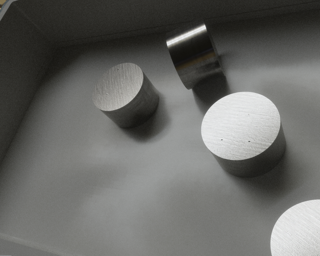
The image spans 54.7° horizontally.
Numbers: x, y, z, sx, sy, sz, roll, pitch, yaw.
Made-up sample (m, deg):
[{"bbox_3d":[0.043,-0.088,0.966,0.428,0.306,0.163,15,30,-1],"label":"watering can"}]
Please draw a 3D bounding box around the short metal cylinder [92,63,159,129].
[{"bbox_3d":[-0.048,-0.046,0.443,0.080,0.050,0.080,-13,56,21],"label":"short metal cylinder"}]

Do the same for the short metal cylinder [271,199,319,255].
[{"bbox_3d":[0.133,0.105,0.245,0.080,0.050,0.080,-15,43,15],"label":"short metal cylinder"}]

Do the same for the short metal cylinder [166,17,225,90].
[{"bbox_3d":[0.047,-0.096,0.405,0.050,0.080,0.080,-20,54,17],"label":"short metal cylinder"}]

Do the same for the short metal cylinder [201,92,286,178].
[{"bbox_3d":[0.091,0.008,0.337,0.080,0.050,0.080,-13,56,21],"label":"short metal cylinder"}]
